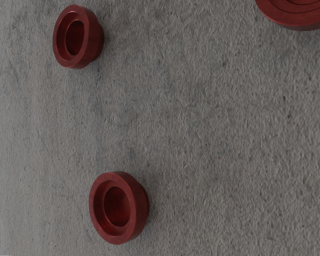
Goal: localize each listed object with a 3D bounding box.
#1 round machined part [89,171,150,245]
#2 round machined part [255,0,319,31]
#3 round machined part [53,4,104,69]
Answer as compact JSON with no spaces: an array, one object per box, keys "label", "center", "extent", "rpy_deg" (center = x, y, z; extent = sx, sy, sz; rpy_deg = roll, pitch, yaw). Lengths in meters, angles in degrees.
[{"label":"round machined part","center":[-0.054,0.109,0.438],"extent":[0.098,0.042,0.097],"rpy_deg":[0,90,40]},{"label":"round machined part","center":[0.139,-0.137,0.279],"extent":[0.098,0.042,0.097],"rpy_deg":[0,90,40]},{"label":"round machined part","center":[-0.128,-0.143,0.500],"extent":[0.098,0.042,0.097],"rpy_deg":[0,90,40]}]
